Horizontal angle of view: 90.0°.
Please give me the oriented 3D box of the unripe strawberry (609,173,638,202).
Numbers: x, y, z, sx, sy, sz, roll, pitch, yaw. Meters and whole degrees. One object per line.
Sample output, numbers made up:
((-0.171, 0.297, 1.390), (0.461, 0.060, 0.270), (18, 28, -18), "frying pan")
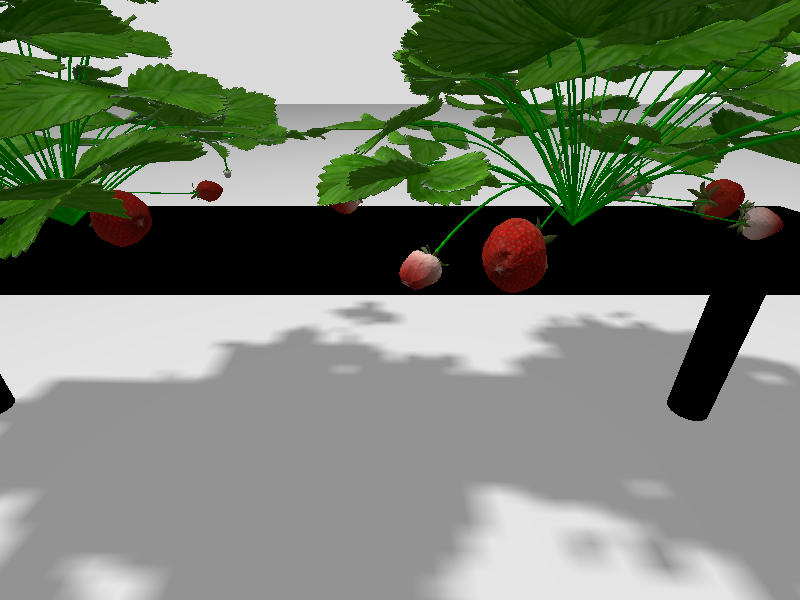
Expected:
((0.242, -0.123, 0.435), (0.029, 0.031, 0.032), (24, 35, 37), "unripe strawberry")

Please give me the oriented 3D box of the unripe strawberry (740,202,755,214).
((0.338, -0.089, 0.388), (0.011, 0.011, 0.010), (-2, 28, -11), "unripe strawberry")

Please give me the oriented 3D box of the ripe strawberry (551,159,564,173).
((0.226, -0.192, 0.576), (0.017, 0.020, 0.019), (8, 6, 14), "ripe strawberry")

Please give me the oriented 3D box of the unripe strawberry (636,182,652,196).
((0.278, -0.127, 0.457), (0.017, 0.018, 0.018), (27, -12, 41), "unripe strawberry")

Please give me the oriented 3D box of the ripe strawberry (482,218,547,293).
((0.065, -0.024, 0.232), (0.038, 0.043, 0.041), (17, 33, 30), "ripe strawberry")

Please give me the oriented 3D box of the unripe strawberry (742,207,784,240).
((0.292, -0.061, 0.322), (0.027, 0.026, 0.025), (8, 29, 13), "unripe strawberry")

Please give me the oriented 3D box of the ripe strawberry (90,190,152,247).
((-0.212, -0.063, 0.310), (0.043, 0.043, 0.040), (15, 31, 26), "ripe strawberry")

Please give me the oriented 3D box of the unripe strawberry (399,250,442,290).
((0.011, -0.017, 0.239), (0.026, 0.023, 0.023), (27, -26, 41), "unripe strawberry")

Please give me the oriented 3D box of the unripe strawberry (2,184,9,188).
((-0.437, -0.119, 0.439), (0.017, 0.018, 0.016), (-15, 14, 40), "unripe strawberry")

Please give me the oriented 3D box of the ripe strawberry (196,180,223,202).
((-0.204, -0.117, 0.429), (0.026, 0.022, 0.026), (-23, 35, -37), "ripe strawberry")

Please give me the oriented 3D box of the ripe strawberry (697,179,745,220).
((0.294, -0.091, 0.365), (0.036, 0.037, 0.033), (-3, 28, -6), "ripe strawberry")

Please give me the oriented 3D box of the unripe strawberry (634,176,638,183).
((0.286, -0.144, 0.485), (0.010, 0.011, 0.011), (23, 35, 36), "unripe strawberry")

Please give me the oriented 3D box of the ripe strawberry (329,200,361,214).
((-0.057, -0.101, 0.390), (0.035, 0.034, 0.032), (2, 28, 11), "ripe strawberry")

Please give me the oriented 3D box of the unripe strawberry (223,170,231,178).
((-0.230, -0.168, 0.533), (0.011, 0.010, 0.010), (9, 29, 16), "unripe strawberry")
